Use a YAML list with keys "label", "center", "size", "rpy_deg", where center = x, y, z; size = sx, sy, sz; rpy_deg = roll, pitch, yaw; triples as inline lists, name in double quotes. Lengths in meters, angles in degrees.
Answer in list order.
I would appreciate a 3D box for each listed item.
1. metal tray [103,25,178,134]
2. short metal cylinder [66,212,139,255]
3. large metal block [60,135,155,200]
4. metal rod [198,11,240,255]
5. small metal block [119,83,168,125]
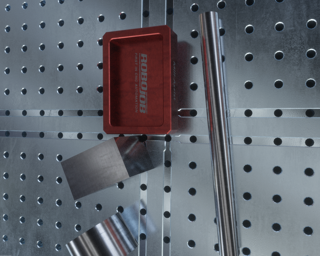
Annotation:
- label: "metal tray"
  center: [-0.025, -0.057, 0.391]
  size: [0.090, 0.030, 0.129]
  rpy_deg: [-1, 89, 19]
- label: "short metal cylinder"
  center: [-0.075, 0.154, 0.409]
  size: [0.080, 0.080, 0.050]
  rpy_deg: [-35, 79, 16]
- label: "large metal block"
  center: [-0.065, 0.049, 0.405]
  size: [0.080, 0.080, 0.050]
  rpy_deg: [-25, 82, 18]
- label: "metal rod"
  center: [0.073, 0.007, 0.386]
  size: [0.025, 0.025, 0.298]
  rpy_deg: [-5, 88, 19]
- label: "small metal block"
  center: [-0.020, -0.032, 0.419]
  size: [0.050, 0.025, 0.050]
  rpy_deg: [43, 103, 14]
